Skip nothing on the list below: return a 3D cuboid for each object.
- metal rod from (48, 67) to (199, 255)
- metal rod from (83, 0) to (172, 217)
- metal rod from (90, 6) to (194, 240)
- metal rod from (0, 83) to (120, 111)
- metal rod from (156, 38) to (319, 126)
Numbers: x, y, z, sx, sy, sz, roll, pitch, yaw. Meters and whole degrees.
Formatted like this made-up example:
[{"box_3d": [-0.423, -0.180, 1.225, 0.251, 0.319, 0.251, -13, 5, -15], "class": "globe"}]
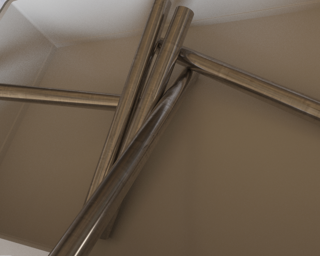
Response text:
[{"box_3d": [-0.014, 0.011, 0.328, 0.025, 0.025, 0.301, 1, 37, 28], "class": "metal rod"}, {"box_3d": [-0.042, -0.032, 0.404, 0.025, 0.025, 0.299, 13, 81, 33], "class": "metal rod"}, {"box_3d": [-0.020, -0.012, 0.384, 0.025, 0.025, 0.299, 16, 82, 34], "class": "metal rod"}, {"box_3d": [-0.150, -0.045, 0.442, 0.302, 0.025, 0.025, 6, 63, 6], "class": "metal rod"}, {"box_3d": [0.109, -0.049, 0.359, 0.300, 0.025, 0.025, 31, 79, 32], "class": "metal rod"}]
